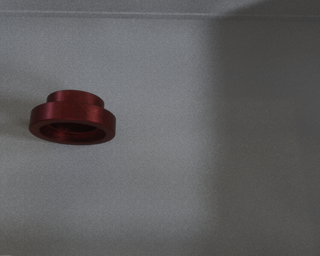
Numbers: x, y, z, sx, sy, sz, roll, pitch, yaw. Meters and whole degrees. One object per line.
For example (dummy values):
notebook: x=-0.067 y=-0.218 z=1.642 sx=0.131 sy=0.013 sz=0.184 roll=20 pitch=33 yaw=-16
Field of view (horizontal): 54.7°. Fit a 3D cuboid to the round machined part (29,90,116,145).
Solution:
round machined part: x=-0.103 y=-0.013 z=0.374 sx=0.099 sy=0.098 sz=0.042 roll=-1 pitch=70 yaw=-1
